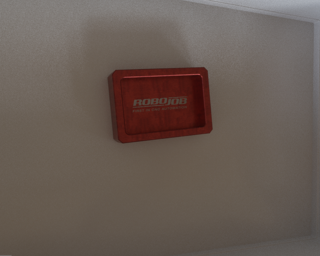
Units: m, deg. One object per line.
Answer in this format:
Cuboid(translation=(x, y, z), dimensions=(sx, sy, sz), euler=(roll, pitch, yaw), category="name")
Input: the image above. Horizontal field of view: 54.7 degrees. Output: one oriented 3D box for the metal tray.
Cuboid(translation=(0.002, -0.032, 0.409), dimensions=(0.131, 0.030, 0.089), euler=(-6, 92, -20), category="metal tray")
